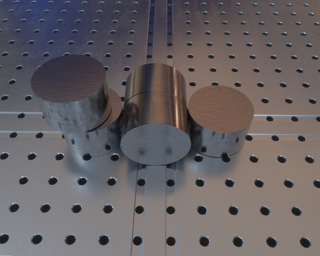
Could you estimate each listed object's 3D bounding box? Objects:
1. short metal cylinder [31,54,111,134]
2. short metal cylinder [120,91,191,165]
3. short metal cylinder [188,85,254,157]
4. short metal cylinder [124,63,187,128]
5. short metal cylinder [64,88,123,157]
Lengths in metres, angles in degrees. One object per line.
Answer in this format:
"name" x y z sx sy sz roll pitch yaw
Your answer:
"short metal cylinder" -0.099 -0.040 0.357 0.081 0.050 0.080 0 50 0
"short metal cylinder" -0.005 0.002 0.370 0.081 0.080 0.050 -1 50 -1
"short metal cylinder" 0.075 -0.009 0.399 0.081 0.050 0.080 0 50 0
"short metal cylinder" -0.006 -0.037 0.403 0.081 0.080 0.050 1 51 0
"short metal cylinder" -0.087 -0.010 0.399 0.081 0.050 0.080 0 50 0
